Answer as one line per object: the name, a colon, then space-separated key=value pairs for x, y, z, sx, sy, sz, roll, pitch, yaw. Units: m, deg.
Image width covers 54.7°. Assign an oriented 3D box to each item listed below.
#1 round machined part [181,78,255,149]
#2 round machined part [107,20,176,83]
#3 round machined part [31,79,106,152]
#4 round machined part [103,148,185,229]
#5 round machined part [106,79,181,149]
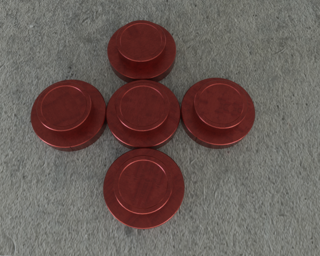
round machined part: x=0.077 y=-0.024 z=0.410 sx=0.099 sy=0.042 sz=0.098 roll=0 pitch=70 yaw=-1
round machined part: x=-0.026 y=-0.113 z=0.442 sx=0.099 sy=0.042 sz=0.098 roll=0 pitch=70 yaw=-1
round machined part: x=-0.120 y=-0.021 z=0.407 sx=0.099 sy=0.042 sz=0.098 roll=0 pitch=70 yaw=-1
round machined part: x=-0.019 y=0.071 z=0.374 sx=0.099 sy=0.042 sz=0.098 roll=0 pitch=70 yaw=-1
round machined part: x=-0.022 y=-0.021 z=0.408 sx=0.099 sy=0.042 sz=0.098 roll=0 pitch=70 yaw=-1
